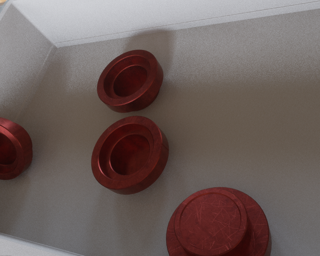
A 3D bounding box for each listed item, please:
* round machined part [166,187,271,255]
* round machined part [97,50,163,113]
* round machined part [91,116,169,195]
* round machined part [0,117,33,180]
[{"bbox_3d":[0.052,0.097,0.293,0.098,0.042,0.098,-14,41,13],"label":"round machined part"},{"bbox_3d":[-0.039,-0.064,0.455,0.098,0.042,0.098,-13,56,21],"label":"round machined part"},{"bbox_3d":[-0.033,0.037,0.390,0.098,0.042,0.098,-13,56,21],"label":"round machined part"},{"bbox_3d":[-0.241,0.028,0.482,0.098,0.098,0.042,-15,17,19],"label":"round machined part"}]
